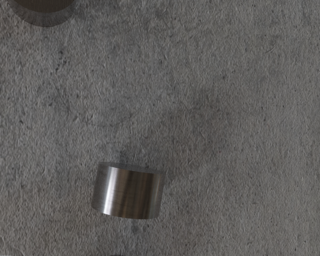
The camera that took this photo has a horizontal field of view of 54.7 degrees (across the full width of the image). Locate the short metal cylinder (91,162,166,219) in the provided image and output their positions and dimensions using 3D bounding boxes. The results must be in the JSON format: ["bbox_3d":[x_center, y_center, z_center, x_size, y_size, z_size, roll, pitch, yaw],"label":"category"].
[{"bbox_3d":[-0.037,0.071,0.366,0.081,0.080,0.050,11,87,-20],"label":"short metal cylinder"}]

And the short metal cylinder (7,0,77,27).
[{"bbox_3d":[-0.132,-0.160,0.347,0.081,0.050,0.080,0,90,-20],"label":"short metal cylinder"}]
